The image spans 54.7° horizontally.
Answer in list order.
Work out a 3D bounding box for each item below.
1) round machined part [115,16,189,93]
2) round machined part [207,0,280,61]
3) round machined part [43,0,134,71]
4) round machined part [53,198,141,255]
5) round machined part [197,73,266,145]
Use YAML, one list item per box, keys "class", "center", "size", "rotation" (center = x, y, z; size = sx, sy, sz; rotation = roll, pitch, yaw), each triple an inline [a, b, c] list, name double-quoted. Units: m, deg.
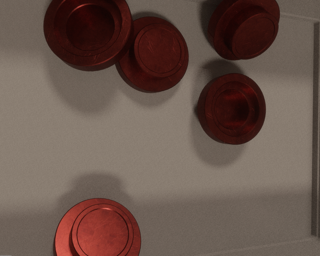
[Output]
- class: "round machined part"
  center: [-0.007, -0.095, 0.400]
  size: [0.099, 0.042, 0.097]
  rotation: [0, 90, -21]
- class: "round machined part"
  center: [0.118, -0.132, 0.417]
  size: [0.099, 0.042, 0.097]
  rotation: [-14, 139, -12]
- class: "round machined part"
  center: [-0.079, -0.113, 0.360]
  size: [0.099, 0.042, 0.097]
  rotation: [0, 83, 3]
- class: "round machined part"
  center: [-0.068, 0.126, 0.353]
  size: [0.099, 0.042, 0.098]
  rotation: [12, 52, -16]
- class: "round machined part"
  center: [0.097, -0.026, 0.439]
  size: [0.099, 0.042, 0.097]
  rotation: [0, 90, -21]
